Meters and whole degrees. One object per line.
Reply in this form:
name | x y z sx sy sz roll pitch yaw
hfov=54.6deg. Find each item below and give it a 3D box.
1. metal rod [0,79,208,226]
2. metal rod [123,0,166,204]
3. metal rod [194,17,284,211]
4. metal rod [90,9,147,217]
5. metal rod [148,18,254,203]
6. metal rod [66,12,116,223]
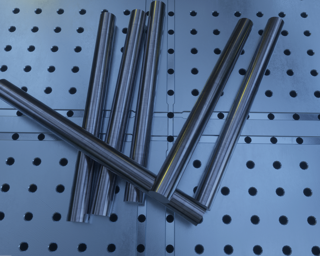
metal rod | -0.080 0.023 0.375 0.300 0.025 0.025 31 73 10
metal rod | -0.018 -0.049 0.429 0.025 0.025 0.299 5 70 2
metal rod | 0.113 -0.032 0.424 0.025 0.025 0.300 24 72 8
metal rod | -0.052 -0.034 0.423 0.025 0.025 0.299 7 70 3
metal rod | 0.064 -0.042 0.399 0.025 0.025 0.300 25 61 9
metal rod | -0.089 -0.028 0.421 0.025 0.025 0.299 4 70 1
